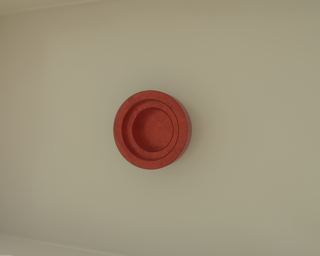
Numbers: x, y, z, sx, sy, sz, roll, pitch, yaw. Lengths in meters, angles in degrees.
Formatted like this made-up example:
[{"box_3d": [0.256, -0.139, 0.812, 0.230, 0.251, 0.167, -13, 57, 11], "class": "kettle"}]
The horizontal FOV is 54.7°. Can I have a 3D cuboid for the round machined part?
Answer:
[{"box_3d": [-0.007, 0.002, 0.399, 0.098, 0.042, 0.097, 0, 90, 19], "class": "round machined part"}]
